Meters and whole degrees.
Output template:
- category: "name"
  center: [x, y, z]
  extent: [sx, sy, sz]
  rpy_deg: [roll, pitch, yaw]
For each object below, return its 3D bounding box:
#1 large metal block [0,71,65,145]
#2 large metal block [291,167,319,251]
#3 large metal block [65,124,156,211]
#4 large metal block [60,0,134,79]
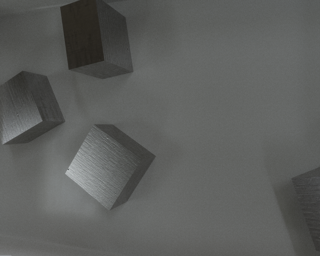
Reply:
- category: "large metal block"
  center: [-0.204, -0.029, 0.469]
  extent: [0.080, 0.050, 0.080]
  rpy_deg: [-27, 81, 18]
- category: "large metal block"
  center: [0.191, 0.079, 0.307]
  extent: [0.050, 0.080, 0.080]
  rpy_deg: [-14, 84, -23]
- category: "large metal block"
  center: [-0.066, 0.050, 0.421]
  extent: [0.080, 0.050, 0.080]
  rpy_deg: [35, 101, 16]
- category: "large metal block"
  center: [-0.080, -0.114, 0.410]
  extent: [0.050, 0.080, 0.080]
  rpy_deg: [-10, 87, 20]
